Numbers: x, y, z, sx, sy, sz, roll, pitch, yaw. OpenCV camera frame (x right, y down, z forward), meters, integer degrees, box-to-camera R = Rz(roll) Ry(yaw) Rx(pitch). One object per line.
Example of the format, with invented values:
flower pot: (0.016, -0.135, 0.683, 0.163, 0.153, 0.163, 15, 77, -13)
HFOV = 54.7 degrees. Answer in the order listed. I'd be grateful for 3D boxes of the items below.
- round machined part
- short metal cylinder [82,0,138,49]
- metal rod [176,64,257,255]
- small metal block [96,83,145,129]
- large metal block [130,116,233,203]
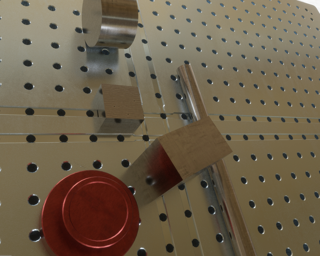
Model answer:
round machined part: (-0.066, 0.087, 0.309, 0.099, 0.042, 0.098, 14, 56, -21)
short metal cylinder: (-0.071, -0.151, 0.428, 0.050, 0.080, 0.080, -6, 65, -31)
metal rod: (0.073, 0.039, 0.425, 0.025, 0.025, 0.299, -1, 62, -29)
small metal block: (-0.052, -0.027, 0.398, 0.050, 0.025, 0.050, 2, 61, -28)
large metal block: (0.023, 0.037, 0.364, 0.081, 0.080, 0.050, -22, 74, -36)
